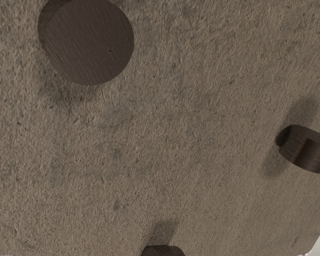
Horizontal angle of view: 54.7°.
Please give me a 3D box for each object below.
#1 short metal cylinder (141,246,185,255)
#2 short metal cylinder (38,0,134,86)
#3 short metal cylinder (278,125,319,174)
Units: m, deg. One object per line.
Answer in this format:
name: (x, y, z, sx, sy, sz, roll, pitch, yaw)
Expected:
short metal cylinder: (0.005, 0.244, 0.527, 0.050, 0.080, 0.079, 12, 112, -34)
short metal cylinder: (-0.072, -0.087, 0.298, 0.081, 0.050, 0.079, -14, 125, -21)
short metal cylinder: (0.255, 0.035, 0.536, 0.081, 0.080, 0.050, 7, 115, -32)
